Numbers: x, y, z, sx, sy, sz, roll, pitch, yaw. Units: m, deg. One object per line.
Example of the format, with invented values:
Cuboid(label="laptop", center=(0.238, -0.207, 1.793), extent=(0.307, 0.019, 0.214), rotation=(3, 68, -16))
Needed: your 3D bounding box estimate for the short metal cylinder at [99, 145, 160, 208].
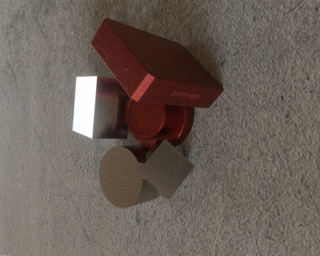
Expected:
Cuboid(label="short metal cylinder", center=(-0.036, 0.063, 0.418), extent=(0.080, 0.050, 0.079), rotation=(0, 90, 39))

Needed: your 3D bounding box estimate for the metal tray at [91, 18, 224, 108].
Cuboid(label="metal tray", center=(0.002, -0.065, 0.333), extent=(0.030, 0.131, 0.090), rotation=(-52, 60, 27))

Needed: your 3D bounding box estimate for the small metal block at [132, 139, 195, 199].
Cuboid(label="small metal block", center=(0.004, 0.048, 0.371), extent=(0.050, 0.050, 0.025), rotation=(43, 163, -11))

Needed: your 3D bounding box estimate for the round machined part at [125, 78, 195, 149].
Cuboid(label="round machined part", center=(-0.007, -0.020, 0.400), extent=(0.098, 0.042, 0.097), rotation=(0, 90, 39))

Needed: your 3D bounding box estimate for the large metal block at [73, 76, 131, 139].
Cuboid(label="large metal block", center=(-0.084, -0.030, 0.441), extent=(0.080, 0.050, 0.079), rotation=(13, 99, 56))
